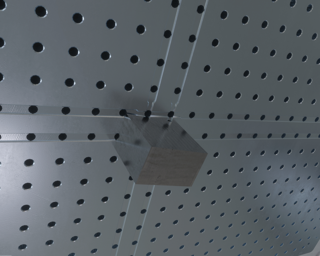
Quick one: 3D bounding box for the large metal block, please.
[{"bbox_3d":[-0.001,0.028,0.391,0.081,0.080,0.050,9,114,-32],"label":"large metal block"}]
